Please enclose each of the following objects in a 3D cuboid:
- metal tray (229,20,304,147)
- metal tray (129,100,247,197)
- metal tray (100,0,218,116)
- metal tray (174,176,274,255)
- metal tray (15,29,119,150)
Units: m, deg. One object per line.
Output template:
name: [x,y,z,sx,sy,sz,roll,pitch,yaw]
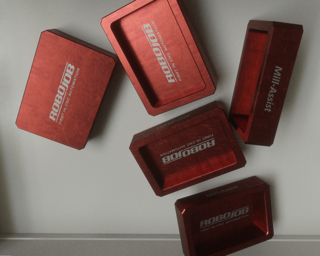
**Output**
metal tray: [0.115,-0.055,0.358,0.030,0.090,0.129,6,110,-3]
metal tray: [0.037,0.030,0.414,0.130,0.030,0.090,-23,109,13]
metal tray: [0.002,-0.087,0.364,0.090,0.030,0.130,-20,110,22]
metal tray: [0.092,0.129,0.433,0.131,0.030,0.089,-14,106,-14]
metal tray: [-0.117,-0.046,0.390,0.090,0.030,0.129,22,108,-8]
